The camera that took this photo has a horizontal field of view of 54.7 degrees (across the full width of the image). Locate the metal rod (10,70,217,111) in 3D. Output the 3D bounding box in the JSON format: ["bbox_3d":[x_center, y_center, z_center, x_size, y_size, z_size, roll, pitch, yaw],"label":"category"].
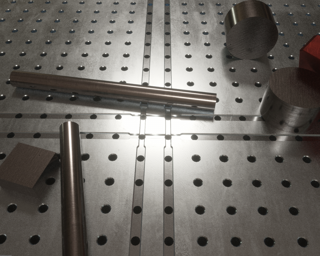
[{"bbox_3d":[-0.070,-0.056,0.453,0.302,0.025,0.025,7,50,5],"label":"metal rod"}]

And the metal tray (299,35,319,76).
[{"bbox_3d":[0.252,-0.061,0.417,0.030,0.090,0.130,-46,60,0],"label":"metal tray"}]

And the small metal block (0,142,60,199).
[{"bbox_3d":[-0.155,0.049,0.364,0.050,0.025,0.050,14,51,11],"label":"small metal block"}]

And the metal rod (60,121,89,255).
[{"bbox_3d":[-0.086,0.112,0.312,0.025,0.025,0.300,-10,51,-8],"label":"metal rod"}]

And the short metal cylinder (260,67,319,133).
[{"bbox_3d":[0.185,-0.039,0.427,0.081,0.050,0.080,0,50,0],"label":"short metal cylinder"}]

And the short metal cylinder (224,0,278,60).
[{"bbox_3d":[0.148,-0.160,0.509,0.080,0.080,0.050,3,50,2],"label":"short metal cylinder"}]
